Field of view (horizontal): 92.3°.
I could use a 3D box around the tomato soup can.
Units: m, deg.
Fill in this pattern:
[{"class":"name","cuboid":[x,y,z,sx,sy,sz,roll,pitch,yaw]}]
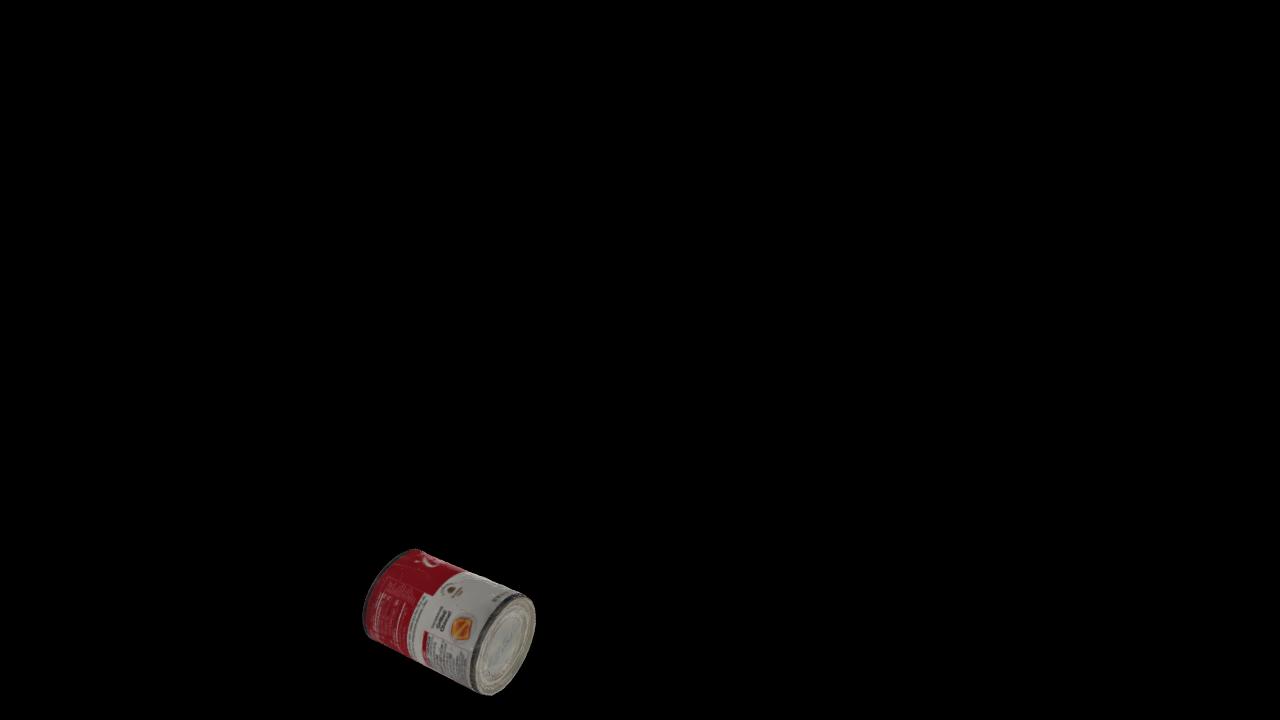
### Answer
[{"class":"tomato soup can","cuboid":[-0.132,0.181,0.431,0.101,0.068,0.068,11,5,25]}]
